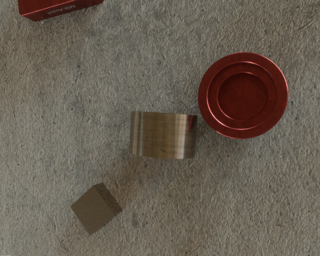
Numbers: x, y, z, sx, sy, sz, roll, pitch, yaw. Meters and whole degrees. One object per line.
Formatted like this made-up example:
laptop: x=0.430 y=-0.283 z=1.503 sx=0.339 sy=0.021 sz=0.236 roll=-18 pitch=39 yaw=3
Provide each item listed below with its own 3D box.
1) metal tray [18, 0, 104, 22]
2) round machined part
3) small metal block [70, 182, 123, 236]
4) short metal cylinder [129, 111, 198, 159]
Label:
metal tray: x=-0.151 y=-0.219 z=0.460 sx=0.130 sy=0.030 sz=0.089 roll=-7 pitch=88 yaw=19
round machined part: x=0.098 y=-0.036 z=0.366 sx=0.098 sy=0.042 sz=0.097 roll=0 pitch=90 yaw=20
small metal block: x=-0.090 y=0.114 z=0.441 sx=0.050 sy=0.025 sz=0.050 roll=-42 pitch=77 yaw=15
short metal cylinder: x=0.004 y=0.007 z=0.378 sx=0.080 sy=0.080 sz=0.050 roll=5 pitch=92 yaw=20
